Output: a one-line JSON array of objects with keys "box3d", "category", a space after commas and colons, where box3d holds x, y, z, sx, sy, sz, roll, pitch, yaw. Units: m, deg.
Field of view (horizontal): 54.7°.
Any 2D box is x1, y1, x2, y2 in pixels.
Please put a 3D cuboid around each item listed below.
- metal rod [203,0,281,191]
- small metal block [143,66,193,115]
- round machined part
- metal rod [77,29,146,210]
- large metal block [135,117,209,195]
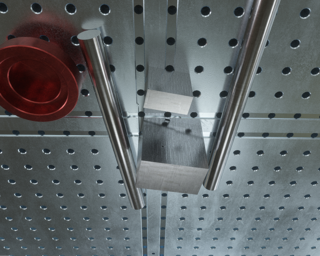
[{"box3d": [0.093, -0.024, 0.392, 0.025, 0.025, 0.298, 4, 130, -4], "category": "metal rod"}, {"box3d": [0.009, -0.044, 0.358, 0.050, 0.050, 0.025, 9, 130, -8], "category": "small metal block"}, {"box3d": [-0.138, -0.057, 0.350, 0.099, 0.042, 0.097, -1, 130, 0], "category": "round machined part"}, {"box3d": [-0.056, 0.014, 0.422, 0.025, 0.025, 0.298, -6, 130, 4], "category": "metal rod"}, {"box3d": [0.013, 0.036, 0.406, 0.081, 0.080, 0.050, 8, 130, -8], "category": "large metal block"}]
